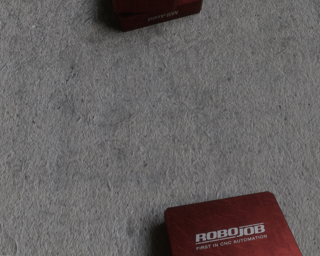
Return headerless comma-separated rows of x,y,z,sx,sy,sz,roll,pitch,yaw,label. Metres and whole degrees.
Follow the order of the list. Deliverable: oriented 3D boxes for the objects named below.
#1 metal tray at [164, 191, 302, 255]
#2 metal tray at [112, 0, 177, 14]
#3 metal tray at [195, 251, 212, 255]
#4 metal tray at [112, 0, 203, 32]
0.076,0.125,0.340,0.131,0.030,0.090,-8,48,-6,metal tray
-0.025,-0.232,0.457,0.091,0.030,0.130,-3,70,-2,metal tray
0.044,0.212,0.328,0.090,0.030,0.130,36,74,12,metal tray
-0.009,-0.209,0.482,0.131,0.030,0.090,-17,71,-6,metal tray
